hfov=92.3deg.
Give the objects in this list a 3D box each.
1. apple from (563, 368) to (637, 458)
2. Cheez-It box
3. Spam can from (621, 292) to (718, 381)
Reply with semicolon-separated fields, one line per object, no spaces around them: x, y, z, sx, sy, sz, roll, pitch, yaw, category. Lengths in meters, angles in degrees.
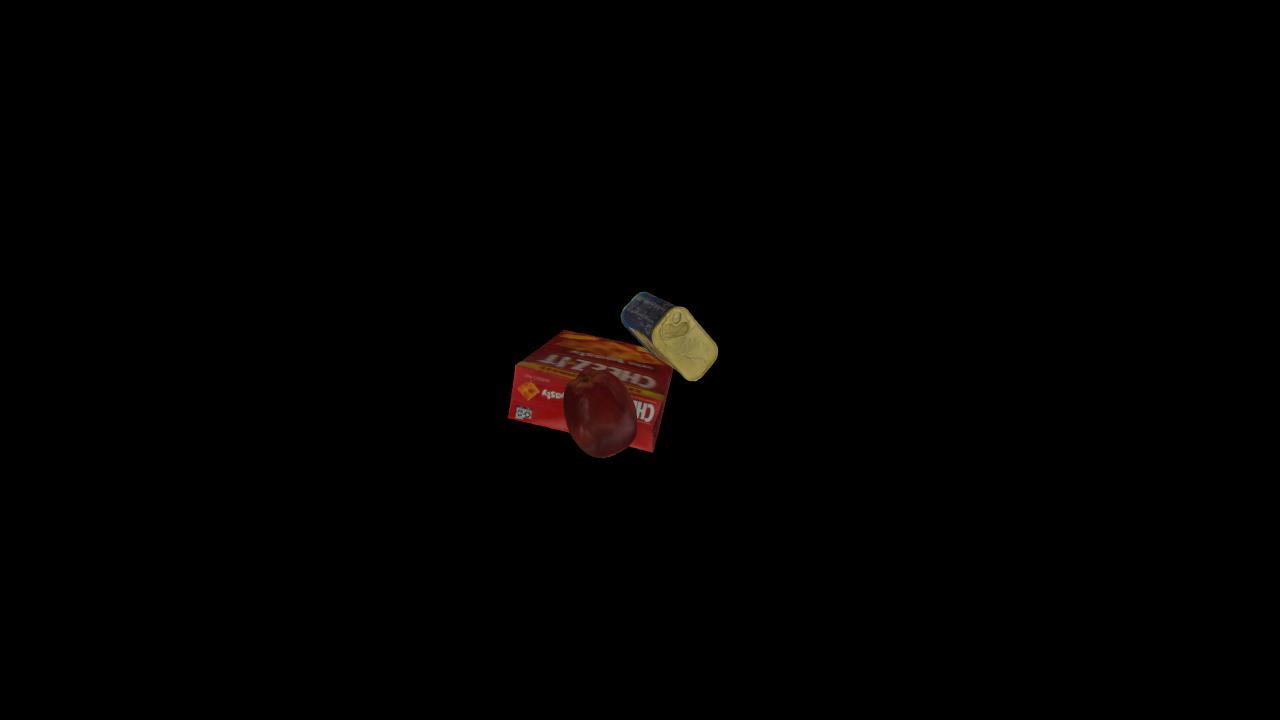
-0.041;0.057;0.635;0.079;0.093;0.079;-11;32;7;apple
-0.048;0.028;0.754;0.166;0.071;0.223;12;15;4;Cheez-It box
0.034;-0.031;0.754;0.101;0.058;0.085;46;-8;-35;Spam can
